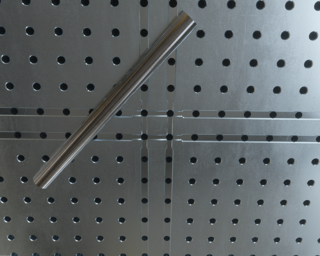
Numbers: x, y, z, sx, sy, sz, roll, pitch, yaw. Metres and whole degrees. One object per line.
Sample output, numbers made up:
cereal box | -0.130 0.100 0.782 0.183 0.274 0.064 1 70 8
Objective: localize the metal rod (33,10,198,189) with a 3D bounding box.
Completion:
metal rod | -0.066 -0.027 0.402 0.025 0.025 0.299 41 105 -14
